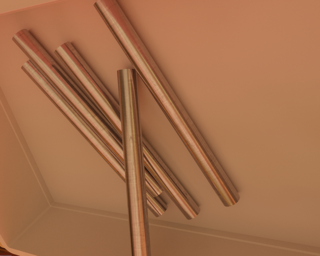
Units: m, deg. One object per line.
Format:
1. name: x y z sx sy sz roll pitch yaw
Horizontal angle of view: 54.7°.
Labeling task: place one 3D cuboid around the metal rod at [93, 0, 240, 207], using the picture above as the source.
1. metal rod: 0.016 -0.024 0.385 0.025 0.025 0.299 -24 106 36

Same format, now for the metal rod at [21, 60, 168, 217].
1. metal rod: -0.095 0.019 0.469 0.300 0.025 0.025 49 129 -7

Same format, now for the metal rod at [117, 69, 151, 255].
1. metal rod: -0.031 0.076 0.394 0.025 0.025 0.298 -3 93 29

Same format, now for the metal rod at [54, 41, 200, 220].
1. metal rod: -0.040 0.010 0.435 0.025 0.025 0.300 -30 102 38

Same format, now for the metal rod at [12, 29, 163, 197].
1. metal rod: -0.098 -0.017 0.449 0.300 0.025 0.025 49 129 -7
